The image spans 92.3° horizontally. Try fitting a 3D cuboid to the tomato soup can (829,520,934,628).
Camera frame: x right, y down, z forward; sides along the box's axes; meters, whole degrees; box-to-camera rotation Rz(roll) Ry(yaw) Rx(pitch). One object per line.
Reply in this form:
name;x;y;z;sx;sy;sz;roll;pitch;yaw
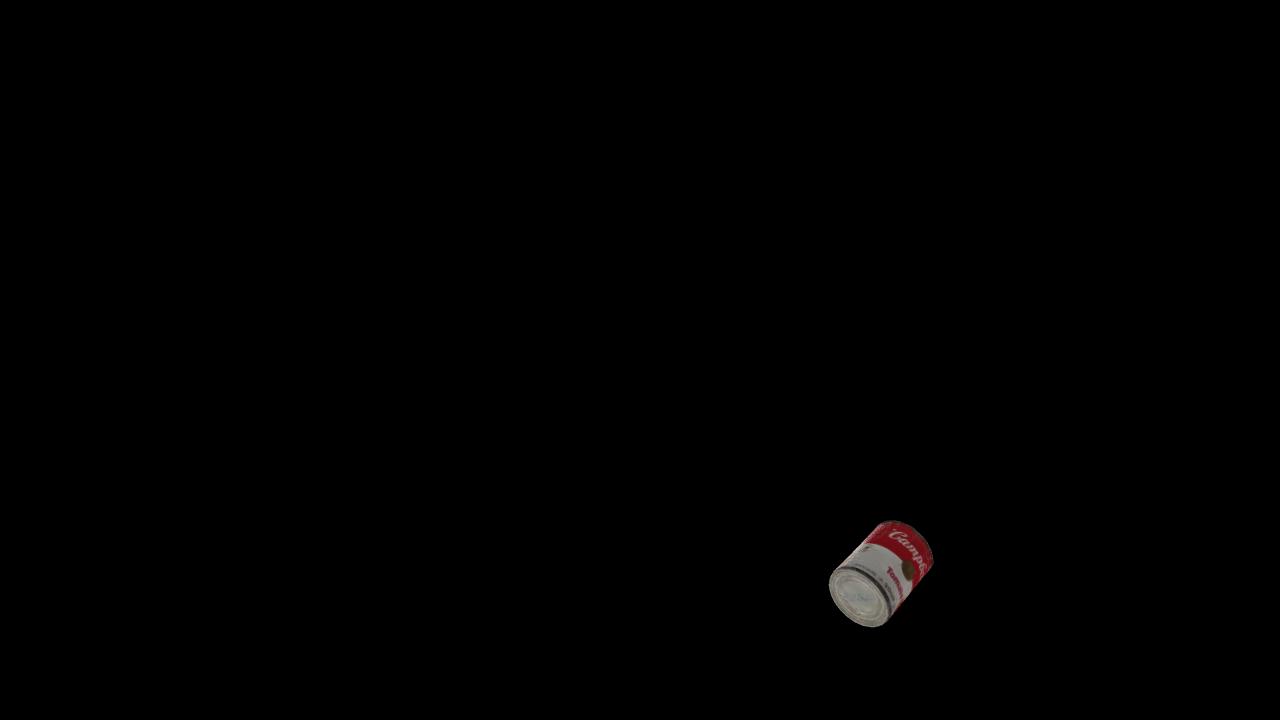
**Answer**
tomato soup can;0.253;0.223;0.648;0.101;0.068;0.068;-23;15;-38
